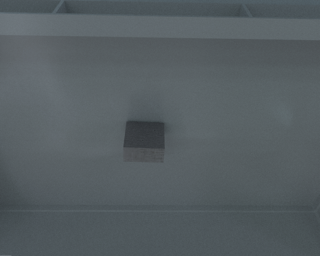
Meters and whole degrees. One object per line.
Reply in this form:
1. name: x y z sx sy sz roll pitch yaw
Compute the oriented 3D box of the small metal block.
1. small metal block: -0.020 0.018 0.403 0.050 0.050 0.025 2 130 -3
